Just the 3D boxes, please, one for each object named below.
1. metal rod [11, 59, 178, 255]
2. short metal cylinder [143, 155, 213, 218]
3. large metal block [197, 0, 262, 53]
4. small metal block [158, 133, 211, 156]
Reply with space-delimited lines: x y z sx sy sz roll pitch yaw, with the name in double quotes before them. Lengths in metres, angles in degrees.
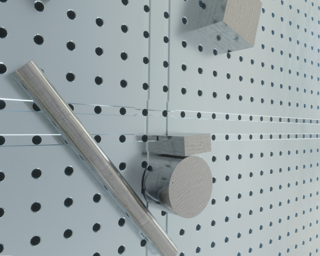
"metal rod" -0.060 0.055 0.360 0.025 0.025 0.299 -48 119 -30
"short metal cylinder" 0.025 0.075 0.416 0.081 0.050 0.079 0 90 -40
"large metal block" 0.111 -0.177 0.489 0.080 0.050 0.080 23 76 -38
"small metal block" 0.034 0.021 0.424 0.050 0.050 0.025 -5 94 -40
